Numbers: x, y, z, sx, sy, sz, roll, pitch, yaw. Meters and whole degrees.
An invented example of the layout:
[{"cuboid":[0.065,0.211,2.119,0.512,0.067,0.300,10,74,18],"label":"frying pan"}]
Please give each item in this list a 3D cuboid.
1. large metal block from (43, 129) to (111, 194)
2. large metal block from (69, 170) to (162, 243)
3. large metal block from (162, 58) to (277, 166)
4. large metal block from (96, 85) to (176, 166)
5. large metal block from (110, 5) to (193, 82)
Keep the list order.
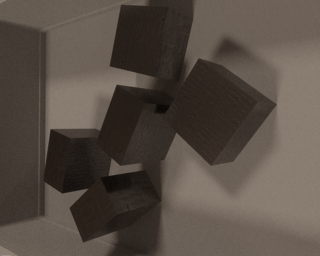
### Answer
[{"cuboid":[-0.121,0.046,0.468,0.050,0.081,0.079,18,102,38],"label":"large metal block"},{"cuboid":[-0.060,0.104,0.418,0.080,0.081,0.050,-44,64,31],"label":"large metal block"},{"cuboid":[0.062,-0.017,0.338,0.080,0.050,0.080,45,117,30],"label":"large metal block"},{"cuboid":[-0.022,-0.004,0.387,0.050,0.081,0.079,35,112,34],"label":"large metal block"},{"cuboid":[-0.013,-0.109,0.399,0.080,0.050,0.079,20,103,38],"label":"large metal block"}]
